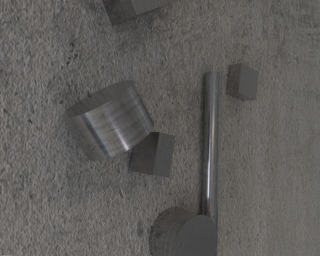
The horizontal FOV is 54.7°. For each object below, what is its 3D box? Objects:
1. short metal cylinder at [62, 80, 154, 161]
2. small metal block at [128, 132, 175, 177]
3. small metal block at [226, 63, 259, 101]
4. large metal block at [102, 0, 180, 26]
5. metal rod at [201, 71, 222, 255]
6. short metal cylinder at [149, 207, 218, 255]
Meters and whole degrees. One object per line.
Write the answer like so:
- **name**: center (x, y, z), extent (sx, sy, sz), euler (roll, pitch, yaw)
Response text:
- **short metal cylinder**: center (-0.053, -0.010, 0.324), extent (0.080, 0.080, 0.050), euler (-40, 115, -33)
- **small metal block**: center (-0.011, 0.031, 0.379), extent (0.025, 0.050, 0.050), euler (15, 81, -39)
- **small metal block**: center (0.139, -0.076, 0.521), extent (0.050, 0.025, 0.050), euler (13, 82, -39)
- **large metal block**: center (-0.028, -0.176, 0.364), extent (0.081, 0.050, 0.080), euler (-34, 111, -35)
- **metal rod**: center (0.077, 0.065, 0.468), extent (0.025, 0.025, 0.298), euler (3, 88, -40)
- **short metal cylinder**: center (0.032, 0.151, 0.415), extent (0.081, 0.050, 0.080), euler (0, 90, -40)
